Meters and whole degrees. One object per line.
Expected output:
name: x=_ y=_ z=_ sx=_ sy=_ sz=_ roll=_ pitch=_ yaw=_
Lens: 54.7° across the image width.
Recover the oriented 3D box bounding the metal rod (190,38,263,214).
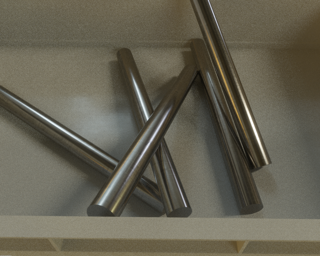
metal rod: x=0.081 y=-0.027 z=0.427 sx=0.025 sy=0.025 sz=0.300 roll=-5 pitch=50 yaw=-4

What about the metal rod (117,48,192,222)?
metal rod: x=-0.020 y=-0.018 z=0.402 sx=0.025 sy=0.025 sz=0.300 roll=-12 pitch=46 yaw=-10

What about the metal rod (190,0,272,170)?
metal rod: x=0.080 y=-0.093 z=0.405 sx=0.025 sy=0.025 sz=0.299 roll=-14 pitch=76 yaw=-11

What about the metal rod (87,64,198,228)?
metal rod: x=0.001 y=-0.009 z=0.359 sx=0.025 sy=0.025 sz=0.301 roll=15 pitch=35 yaw=12

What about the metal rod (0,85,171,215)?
metal rod: x=-0.113 y=0.016 z=0.390 sx=0.300 sy=0.025 sz=0.025 roll=29 pitch=56 yaw=22
